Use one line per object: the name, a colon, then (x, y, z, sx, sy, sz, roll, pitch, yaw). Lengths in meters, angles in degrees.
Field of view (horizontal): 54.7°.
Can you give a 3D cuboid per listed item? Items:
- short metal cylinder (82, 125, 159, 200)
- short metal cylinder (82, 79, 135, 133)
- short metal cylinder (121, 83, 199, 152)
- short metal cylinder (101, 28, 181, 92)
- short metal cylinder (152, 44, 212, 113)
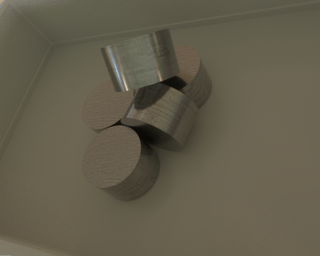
short metal cylinder: (-0.048, 0.044, 0.384, 0.080, 0.050, 0.080, -13, 56, 20)
short metal cylinder: (-0.060, -0.022, 0.430, 0.080, 0.050, 0.080, -13, 56, 20)
short metal cylinder: (0.000, -0.012, 0.376, 0.080, 0.080, 0.050, 14, 69, 33)
short metal cylinder: (-0.022, -0.078, 0.355, 0.080, 0.050, 0.080, -15, 16, 5)
short metal cylinder: (0.023, -0.064, 0.414, 0.080, 0.050, 0.080, -13, 56, 20)
